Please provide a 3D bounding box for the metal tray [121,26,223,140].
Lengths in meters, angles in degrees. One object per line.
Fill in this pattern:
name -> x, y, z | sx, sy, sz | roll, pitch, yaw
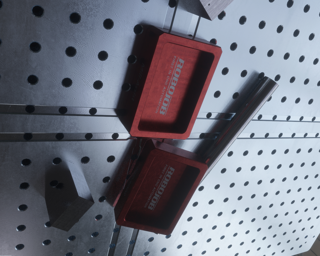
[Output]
metal tray -> 0.013, -0.050, 0.385 | 0.091, 0.030, 0.129 | 5, 116, -31

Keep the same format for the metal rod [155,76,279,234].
metal rod -> 0.079, 0.048, 0.486 | 0.025, 0.025, 0.299 | 29, 102, -38

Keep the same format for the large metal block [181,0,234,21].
large metal block -> 0.051, -0.173, 0.317 | 0.080, 0.050, 0.080 | -44, 130, 2

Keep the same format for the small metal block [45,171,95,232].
small metal block -> -0.115, 0.092, 0.390 | 0.050, 0.050, 0.025 | -47, 130, 4

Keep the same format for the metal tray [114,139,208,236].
metal tray -> 0.000, 0.089, 0.448 | 0.091, 0.030, 0.129 | 20, 107, -21
